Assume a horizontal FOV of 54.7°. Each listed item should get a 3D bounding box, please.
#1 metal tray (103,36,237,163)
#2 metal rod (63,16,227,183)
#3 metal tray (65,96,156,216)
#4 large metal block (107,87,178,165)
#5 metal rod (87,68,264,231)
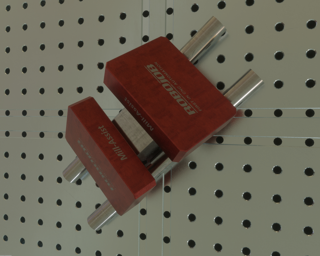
[{"bbox_3d":[0.010,-0.037,0.350,0.091,0.030,0.130,-34,75,-29],"label":"metal tray"},{"bbox_3d":[-0.030,-0.030,0.422,0.299,0.025,0.025,-44,77,14],"label":"metal rod"},{"bbox_3d":[-0.066,0.037,0.377,0.130,0.030,0.090,52,149,12],"label":"metal tray"},{"bbox_3d":[-0.013,-0.002,0.386,0.080,0.080,0.050,-44,77,14],"label":"large metal block"},{"bbox_3d":[0.011,0.037,0.408,0.299,0.025,0.025,-43,77,14],"label":"metal rod"}]
